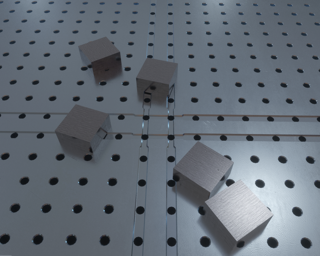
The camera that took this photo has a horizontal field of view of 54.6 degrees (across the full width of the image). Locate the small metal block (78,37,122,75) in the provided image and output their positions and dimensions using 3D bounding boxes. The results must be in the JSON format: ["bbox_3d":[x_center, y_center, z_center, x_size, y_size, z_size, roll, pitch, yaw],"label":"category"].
[{"bbox_3d":[-0.098,-0.119,0.508,0.050,0.025,0.050,-26,55,-20],"label":"small metal block"}]

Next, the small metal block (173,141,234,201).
[{"bbox_3d":[0.050,0.051,0.366,0.050,0.025,0.050,31,57,24],"label":"small metal block"}]

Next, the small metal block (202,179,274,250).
[{"bbox_3d":[0.082,0.091,0.332,0.050,0.025,0.050,-27,55,-21],"label":"small metal block"}]

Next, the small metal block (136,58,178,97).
[{"bbox_3d":[-0.004,-0.078,0.474,0.050,0.025,0.050,13,51,11],"label":"small metal block"}]

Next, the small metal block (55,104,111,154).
[{"bbox_3d":[-0.099,0.000,0.407,0.050,0.025,0.050,17,52,13],"label":"small metal block"}]
